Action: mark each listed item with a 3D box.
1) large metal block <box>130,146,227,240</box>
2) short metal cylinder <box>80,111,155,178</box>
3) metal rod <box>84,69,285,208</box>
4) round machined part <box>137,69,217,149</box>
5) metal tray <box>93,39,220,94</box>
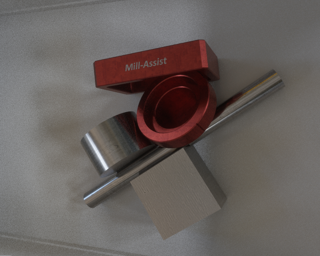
[{"bbox_3d":[0.024,0.078,0.385,0.080,0.050,0.080,-34,79,16],"label":"large metal block"},{"bbox_3d":[-0.053,0.022,0.397,0.080,0.080,0.050,-35,79,16],"label":"short metal cylinder"},{"bbox_3d":[0.019,0.022,0.401,0.300,0.025,0.025,-34,79,16],"label":"metal rod"},{"bbox_3d":[0.024,-0.020,0.376,0.098,0.042,0.098,-17,57,28],"label":"round machined part"},{"bbox_3d":[-0.001,-0.068,0.373,0.130,0.090,0.030,-7,88,19],"label":"metal tray"}]
